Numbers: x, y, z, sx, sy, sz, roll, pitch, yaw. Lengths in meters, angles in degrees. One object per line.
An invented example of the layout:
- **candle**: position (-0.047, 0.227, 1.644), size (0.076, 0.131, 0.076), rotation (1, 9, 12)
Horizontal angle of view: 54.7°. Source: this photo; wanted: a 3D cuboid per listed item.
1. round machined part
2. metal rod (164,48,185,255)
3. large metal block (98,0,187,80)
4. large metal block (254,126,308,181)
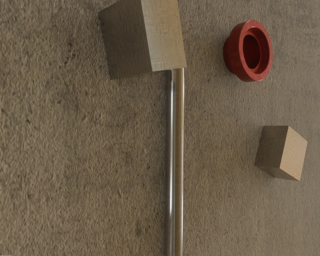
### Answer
- **round machined part**: position (0.143, -0.125, 0.516), size (0.099, 0.042, 0.097), rotation (0, 90, -40)
- **metal rod**: position (0.020, 0.040, 0.423), size (0.025, 0.025, 0.298), rotation (1, 90, -40)
- **large metal block**: position (-0.021, -0.101, 0.353), size (0.050, 0.080, 0.079), rotation (-16, 100, -39)
- **large metal block**: position (0.230, 0.048, 0.585), size (0.080, 0.050, 0.080), rotation (29, 72, -37)
